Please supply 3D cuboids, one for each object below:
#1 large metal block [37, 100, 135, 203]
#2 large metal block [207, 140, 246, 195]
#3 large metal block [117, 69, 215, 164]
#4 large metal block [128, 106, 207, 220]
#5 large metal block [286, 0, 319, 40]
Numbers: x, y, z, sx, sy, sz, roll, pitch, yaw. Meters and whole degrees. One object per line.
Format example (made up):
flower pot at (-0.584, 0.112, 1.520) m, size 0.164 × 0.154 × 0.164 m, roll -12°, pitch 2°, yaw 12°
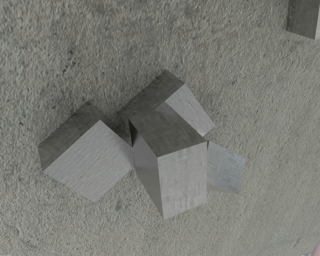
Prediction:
large metal block at (-0.081, 0.029, 0.364) m, size 0.080 × 0.050 × 0.080 m, roll -43°, pitch 130°, yaw 1°
large metal block at (0.057, 0.054, 0.426) m, size 0.080 × 0.080 × 0.050 m, roll 26°, pitch 71°, yaw -38°
large metal block at (0.009, -0.011, 0.387) m, size 0.080 × 0.050 × 0.080 m, roll -41°, pitch 128°, yaw 0°
large metal block at (0.007, 0.034, 0.331) m, size 0.050 × 0.080 × 0.079 m, roll -17°, pitch 124°, yaw -18°
large metal block at (0.218, -0.171, 0.404) m, size 0.081 × 0.050 × 0.080 m, roll -22°, pitch 127°, yaw -15°
